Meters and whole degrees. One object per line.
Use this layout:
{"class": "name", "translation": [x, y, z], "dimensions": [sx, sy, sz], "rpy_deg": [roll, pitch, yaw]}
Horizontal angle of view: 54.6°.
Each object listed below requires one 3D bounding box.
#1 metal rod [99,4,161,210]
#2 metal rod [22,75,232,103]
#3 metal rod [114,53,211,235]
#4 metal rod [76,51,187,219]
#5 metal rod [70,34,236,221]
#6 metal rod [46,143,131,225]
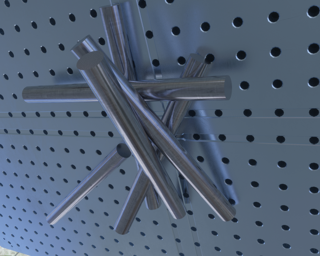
{"class": "metal rod", "translation": [-0.034, -0.010, 0.423], "dimensions": [0.025, 0.025, 0.298], "rpy_deg": [4, 121, 26]}
{"class": "metal rod", "translation": [-0.062, -0.045, 0.383], "dimensions": [0.300, 0.025, 0.025], "rpy_deg": [2, 119, 30]}
{"class": "metal rod", "translation": [-0.008, 0.041, 0.416], "dimensions": [0.025, 0.025, 0.298], "rpy_deg": [30, 121, 9]}
{"class": "metal rod", "translation": [-0.015, 0.036, 0.370], "dimensions": [0.025, 0.025, 0.299], "rpy_deg": [5, 144, 26]}
{"class": "metal rod", "translation": [0.009, 0.018, 0.371], "dimensions": [0.025, 0.025, 0.300], "rpy_deg": [-20, 123, 36]}
{"class": "metal rod", "translation": [-0.139, 0.111, 0.554], "dimensions": [0.025, 0.025, 0.299], "rpy_deg": [45, 129, -3]}
